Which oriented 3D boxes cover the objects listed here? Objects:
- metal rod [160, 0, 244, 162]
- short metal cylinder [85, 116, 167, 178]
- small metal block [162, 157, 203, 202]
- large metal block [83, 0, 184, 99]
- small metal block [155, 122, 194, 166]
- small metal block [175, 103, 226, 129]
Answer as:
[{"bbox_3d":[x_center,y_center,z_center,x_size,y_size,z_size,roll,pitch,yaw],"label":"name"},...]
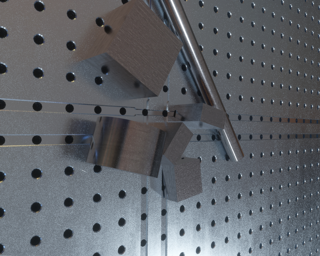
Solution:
[{"bbox_3d":[0.065,-0.075,0.465,0.025,0.025,0.299,-42,116,-32],"label":"metal rod"},{"bbox_3d":[-0.037,0.023,0.344,0.080,0.080,0.050,21,77,-39],"label":"short metal cylinder"},{"bbox_3d":[0.032,0.072,0.439,0.050,0.025,0.050,-10,97,-40],"label":"small metal block"},{"bbox_3d":[-0.029,-0.091,0.370,0.080,0.050,0.080,38,67,-34],"label":"large metal block"},{"bbox_3d":[0.008,0.020,0.401,0.025,0.050,0.050,47,62,-31],"label":"small metal block"},{"bbox_3d":[0.058,-0.016,0.444,0.050,0.050,0.025,16,80,-39],"label":"small metal block"}]
